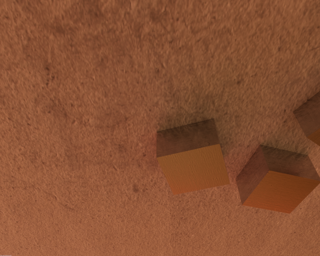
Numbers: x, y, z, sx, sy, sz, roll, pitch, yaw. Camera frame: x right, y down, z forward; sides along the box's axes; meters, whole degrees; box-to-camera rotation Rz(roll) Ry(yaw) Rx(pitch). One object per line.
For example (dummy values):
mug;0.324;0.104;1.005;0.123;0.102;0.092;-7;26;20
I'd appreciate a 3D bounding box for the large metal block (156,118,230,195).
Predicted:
large metal block;0.046;0.041;0.427;0.080;0.050;0.080;-14;129;11

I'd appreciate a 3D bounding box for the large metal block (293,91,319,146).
large metal block;0.232;-0.012;0.384;0.080;0.050;0.080;29;124;-23

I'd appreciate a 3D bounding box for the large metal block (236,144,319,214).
large metal block;0.171;0.077;0.459;0.081;0.050;0.079;13;129;-11
